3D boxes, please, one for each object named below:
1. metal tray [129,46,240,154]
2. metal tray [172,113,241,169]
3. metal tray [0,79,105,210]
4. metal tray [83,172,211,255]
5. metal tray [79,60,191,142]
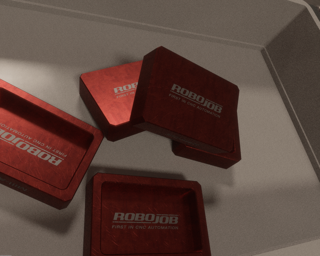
[{"bbox_3d":[0.035,-0.029,0.370,0.131,0.030,0.090,20,71,-30],"label":"metal tray"},{"bbox_3d":[0.067,-0.013,0.448,0.091,0.030,0.130,17,55,-19],"label":"metal tray"},{"bbox_3d":[-0.136,0.016,0.320,0.131,0.030,0.090,28,52,-11],"label":"metal tray"},{"bbox_3d":[-0.013,0.100,0.335,0.131,0.030,0.090,9,58,-24],"label":"metal tray"},{"bbox_3d":[-0.024,-0.043,0.393,0.131,0.030,0.090,-20,58,-28],"label":"metal tray"}]
